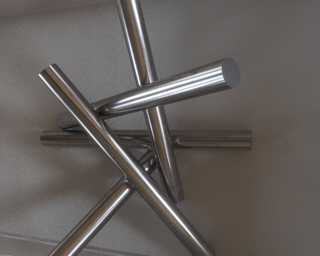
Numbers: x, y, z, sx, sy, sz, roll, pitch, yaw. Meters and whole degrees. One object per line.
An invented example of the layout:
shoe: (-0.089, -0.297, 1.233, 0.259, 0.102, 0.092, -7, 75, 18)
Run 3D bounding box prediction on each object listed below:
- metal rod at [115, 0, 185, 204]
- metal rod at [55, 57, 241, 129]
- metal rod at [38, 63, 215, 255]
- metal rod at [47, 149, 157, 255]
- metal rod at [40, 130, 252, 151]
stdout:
metal rod: (-0.013, -0.044, 0.353, 0.025, 0.025, 0.298, -6, 112, 20)
metal rod: (-0.044, -0.027, 0.354, 0.299, 0.025, 0.025, -10, 87, 47)
metal rod: (-0.035, 0.049, 0.372, 0.025, 0.025, 0.300, -37, 97, 16)
metal rod: (-0.102, 0.136, 0.356, 0.025, 0.025, 0.301, 37, 65, 16)
metal rod: (-0.032, 0.015, 0.421, 0.301, 0.025, 0.025, 0, 90, 19)
